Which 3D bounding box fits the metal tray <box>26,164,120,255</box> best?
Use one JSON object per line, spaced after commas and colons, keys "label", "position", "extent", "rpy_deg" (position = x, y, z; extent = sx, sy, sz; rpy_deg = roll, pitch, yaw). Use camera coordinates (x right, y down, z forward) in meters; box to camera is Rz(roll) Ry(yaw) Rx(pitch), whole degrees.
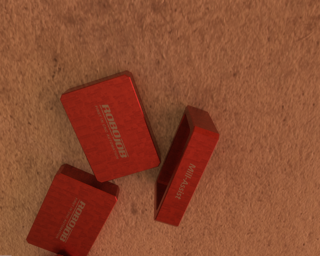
{"label": "metal tray", "position": [-0.127, 0.126, 0.452], "extent": [0.090, 0.030, 0.129], "rpy_deg": [26, 108, -10]}

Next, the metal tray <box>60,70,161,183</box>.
{"label": "metal tray", "position": [-0.061, 0.000, 0.406], "extent": [0.090, 0.030, 0.129], "rpy_deg": [-17, 110, 5]}

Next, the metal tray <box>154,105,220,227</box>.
{"label": "metal tray", "position": [0.028, 0.045, 0.392], "extent": [0.030, 0.090, 0.129], "rpy_deg": [19, 109, -7]}
